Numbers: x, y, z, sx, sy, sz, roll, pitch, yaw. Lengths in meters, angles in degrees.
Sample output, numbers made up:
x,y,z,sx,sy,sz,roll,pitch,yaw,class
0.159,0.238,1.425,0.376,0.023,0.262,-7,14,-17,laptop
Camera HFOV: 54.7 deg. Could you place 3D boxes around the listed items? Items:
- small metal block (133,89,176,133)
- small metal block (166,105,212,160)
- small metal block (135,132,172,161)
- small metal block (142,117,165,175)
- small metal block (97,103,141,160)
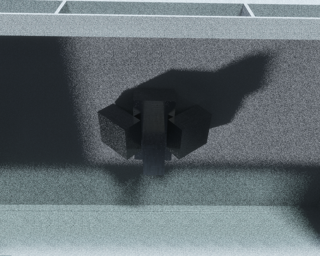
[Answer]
x,y,z,sx,sy,sz,roll,pitch,yaw,class
-0.008,-0.021,0.388,0.050,0.025,0.050,1,130,-2,small metal block
0.036,0.005,0.396,0.050,0.025,0.050,-27,139,-30,small metal block
-0.009,0.017,0.421,0.050,0.025,0.050,2,130,-2,small metal block
-0.007,0.021,0.375,0.025,0.050,0.050,0,130,-1,small metal block
-0.051,0.004,0.392,0.050,0.025,0.050,32,139,31,small metal block
